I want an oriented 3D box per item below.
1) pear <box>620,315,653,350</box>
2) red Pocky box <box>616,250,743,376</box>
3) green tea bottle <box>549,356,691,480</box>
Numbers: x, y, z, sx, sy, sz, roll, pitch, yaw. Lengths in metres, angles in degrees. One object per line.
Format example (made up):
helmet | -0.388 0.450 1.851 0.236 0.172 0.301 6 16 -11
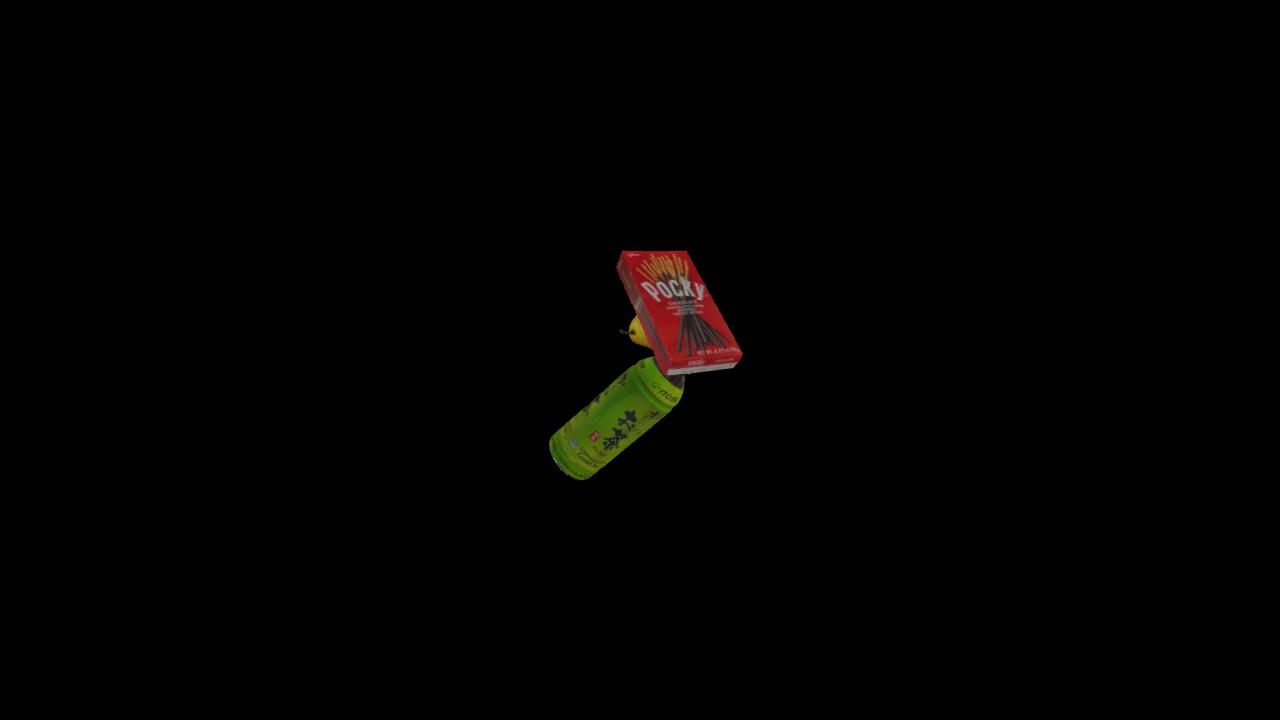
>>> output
pear | 0.019 -0.039 0.765 0.080 0.080 0.111 0 24 39
red Pocky box | 0.037 -0.054 0.639 0.083 0.155 0.028 -6 -36 -24
green tea bottle | -0.012 0.054 0.714 0.212 0.073 0.073 -42 -14 16
